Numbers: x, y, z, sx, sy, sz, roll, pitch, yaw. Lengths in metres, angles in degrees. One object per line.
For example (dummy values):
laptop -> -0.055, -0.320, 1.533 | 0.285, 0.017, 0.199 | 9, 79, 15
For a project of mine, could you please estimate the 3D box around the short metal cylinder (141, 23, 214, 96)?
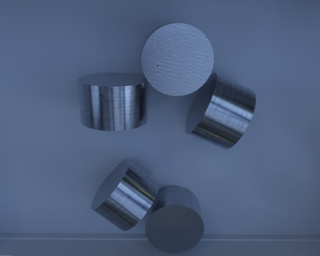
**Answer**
short metal cylinder -> 0.018, -0.082, 0.366 | 0.081, 0.050, 0.079 | -1, 109, -3

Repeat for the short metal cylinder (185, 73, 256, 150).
short metal cylinder -> 0.071, -0.020, 0.376 | 0.050, 0.080, 0.079 | 23, 108, -9

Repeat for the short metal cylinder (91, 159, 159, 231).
short metal cylinder -> -0.047, 0.088, 0.414 | 0.050, 0.080, 0.080 | 40, 105, -14

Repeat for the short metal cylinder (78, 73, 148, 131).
short metal cylinder -> -0.054, -0.034, 0.369 | 0.081, 0.080, 0.050 | 1, 110, -1

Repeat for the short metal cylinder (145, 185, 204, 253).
short metal cylinder -> 0.020, 0.130, 0.446 | 0.081, 0.050, 0.079 | 0, 110, -1
